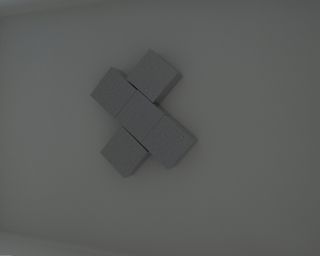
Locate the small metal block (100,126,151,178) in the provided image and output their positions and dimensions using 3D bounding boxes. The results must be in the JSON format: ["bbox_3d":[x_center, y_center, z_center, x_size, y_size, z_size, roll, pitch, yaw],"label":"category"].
[{"bbox_3d":[-0.045,0.032,0.425,0.050,0.025,0.050,45,104,14],"label":"small metal block"}]

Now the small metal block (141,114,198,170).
[{"bbox_3d":[0.012,0.018,0.404,0.050,0.025,0.050,43,103,15],"label":"small metal block"}]

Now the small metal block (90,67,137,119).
[{"bbox_3d":[-0.060,-0.048,0.429,0.050,0.025,0.050,43,103,15],"label":"small metal block"}]

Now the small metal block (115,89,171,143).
[{"bbox_3d":[-0.023,-0.015,0.416,0.050,0.025,0.050,43,103,15],"label":"small metal block"}]

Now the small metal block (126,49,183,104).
[{"bbox_3d":[-0.007,-0.067,0.410,0.050,0.025,0.050,43,102,14],"label":"small metal block"}]
